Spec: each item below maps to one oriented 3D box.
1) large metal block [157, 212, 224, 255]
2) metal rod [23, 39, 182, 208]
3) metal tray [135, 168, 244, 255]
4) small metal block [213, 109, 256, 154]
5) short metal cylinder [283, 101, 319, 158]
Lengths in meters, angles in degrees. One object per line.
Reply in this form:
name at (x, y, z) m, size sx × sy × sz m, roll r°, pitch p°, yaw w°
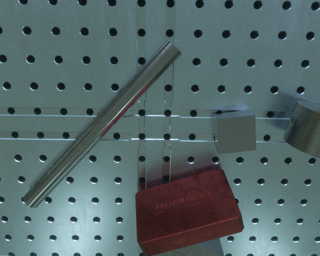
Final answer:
large metal block at (0.039, 0.157, 0.443) m, size 0.080 × 0.080 × 0.050 m, roll 34°, pitch 106°, yaw -12°
metal rod at (-0.084, 0.003, 0.413) m, size 0.025 × 0.025 × 0.299 m, roll 41°, pitch 105°, yaw -14°
metal tray at (0.035, 0.110, 0.415) m, size 0.131 × 0.090 × 0.030 m, roll -16°, pitch 123°, yaw 4°
small metal block at (0.100, 0.005, 0.417) m, size 0.050 × 0.025 × 0.050 m, roll -7°, pitch 110°, yaw 2°
short metal cylinder at (0.204, 0.002, 0.388) m, size 0.081 × 0.080 × 0.050 m, roll 12°, pitch 110°, yaw -5°
